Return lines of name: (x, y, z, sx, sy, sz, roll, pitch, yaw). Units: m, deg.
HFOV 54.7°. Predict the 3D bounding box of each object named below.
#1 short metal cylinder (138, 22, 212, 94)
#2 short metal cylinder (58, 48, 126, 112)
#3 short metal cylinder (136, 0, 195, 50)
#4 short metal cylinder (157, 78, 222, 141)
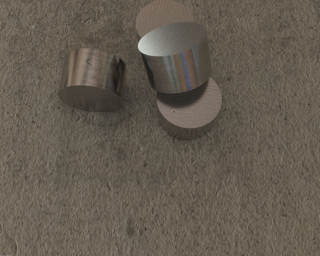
short metal cylinder: (0.019, -0.085, 0.372, 0.080, 0.050, 0.080, -10, 41, 9)
short metal cylinder: (-0.086, -0.059, 0.400, 0.080, 0.080, 0.050, 3, 70, 1)
short metal cylinder: (0.007, -0.134, 0.444, 0.081, 0.050, 0.080, 0, 70, 0)
short metal cylinder: (0.036, -0.029, 0.405, 0.081, 0.050, 0.080, 0, 70, 0)
